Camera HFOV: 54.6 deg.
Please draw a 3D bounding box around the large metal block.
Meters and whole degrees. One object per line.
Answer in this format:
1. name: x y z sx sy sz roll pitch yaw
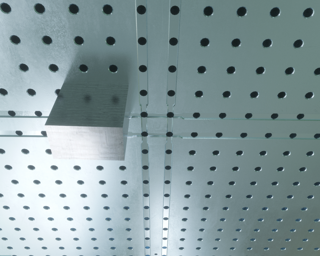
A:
1. large metal block: -0.080 -0.008 0.367 0.080 0.080 0.050 2 130 -2
